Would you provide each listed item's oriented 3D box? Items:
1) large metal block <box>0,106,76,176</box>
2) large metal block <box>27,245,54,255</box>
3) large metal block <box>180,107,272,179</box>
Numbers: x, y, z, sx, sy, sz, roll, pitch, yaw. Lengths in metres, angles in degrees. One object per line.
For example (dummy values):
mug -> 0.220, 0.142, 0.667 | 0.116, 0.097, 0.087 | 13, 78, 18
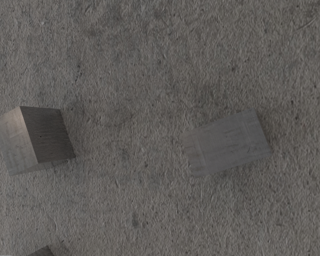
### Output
large metal block -> -0.176, 0.017, 0.442 | 0.050, 0.080, 0.080 | -23, 82, 18
large metal block -> -0.188, 0.240, 0.462 | 0.080, 0.050, 0.080 | -44, 77, 15
large metal block -> 0.078, 0.016, 0.352 | 0.080, 0.080, 0.050 | -21, 83, 19
